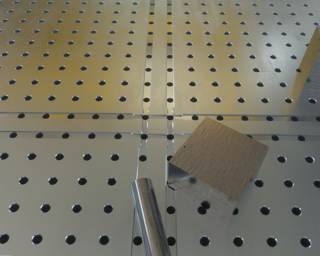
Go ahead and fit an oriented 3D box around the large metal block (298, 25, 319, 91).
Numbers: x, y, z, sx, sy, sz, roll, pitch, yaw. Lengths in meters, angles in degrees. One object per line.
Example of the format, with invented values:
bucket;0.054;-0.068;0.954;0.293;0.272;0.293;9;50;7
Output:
large metal block;0.262;-0.100;0.457;0.080;0.080;0.050;7;51;6

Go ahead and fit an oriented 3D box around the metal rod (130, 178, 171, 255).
metal rod;0.014;0.175;0.260;0.025;0.025;0.300;-11;51;-9

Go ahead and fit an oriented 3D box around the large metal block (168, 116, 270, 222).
large metal block;0.065;0.044;0.354;0.080;0.050;0.080;28;56;22
